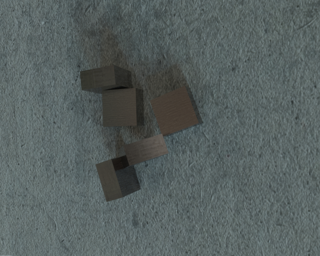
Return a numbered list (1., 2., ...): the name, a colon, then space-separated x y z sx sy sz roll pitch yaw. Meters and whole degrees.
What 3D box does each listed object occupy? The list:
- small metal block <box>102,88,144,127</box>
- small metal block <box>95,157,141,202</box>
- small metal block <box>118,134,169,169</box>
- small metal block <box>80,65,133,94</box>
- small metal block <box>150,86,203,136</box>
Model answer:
1. small metal block: -0.051 -0.027 0.427 0.050 0.025 0.050 -2 89 20
2. small metal block: -0.055 0.066 0.414 0.025 0.050 0.050 -20 83 22
3. small metal block: -0.023 0.030 0.393 0.050 0.050 0.025 -17 84 -17
4. small metal block: -0.072 -0.065 0.421 0.050 0.050 0.025 -7 88 20
5. small metal block: 0.021 -0.021 0.401 0.050 0.025 0.050 -22 83 18
